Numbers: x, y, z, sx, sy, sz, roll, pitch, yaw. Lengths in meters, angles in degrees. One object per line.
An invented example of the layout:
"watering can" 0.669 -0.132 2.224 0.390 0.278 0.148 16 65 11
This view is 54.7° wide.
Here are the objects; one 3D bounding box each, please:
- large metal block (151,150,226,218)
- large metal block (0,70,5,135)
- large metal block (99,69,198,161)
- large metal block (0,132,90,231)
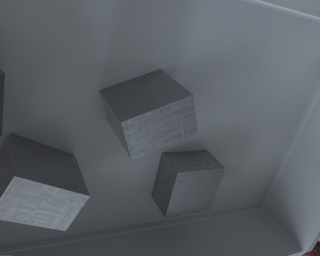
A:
"large metal block" 0.040 0.082 0.465 0.081 0.050 0.079 -1 119 -28
"large metal block" -0.177 -0.015 0.246 0.080 0.050 0.079 -43 168 -46
"large metal block" -0.014 -0.019 0.353 0.081 0.080 0.050 -22 127 -15
"large metal block" -0.133 0.058 0.336 0.080 0.080 0.050 27 104 -37
